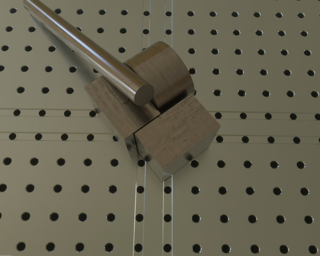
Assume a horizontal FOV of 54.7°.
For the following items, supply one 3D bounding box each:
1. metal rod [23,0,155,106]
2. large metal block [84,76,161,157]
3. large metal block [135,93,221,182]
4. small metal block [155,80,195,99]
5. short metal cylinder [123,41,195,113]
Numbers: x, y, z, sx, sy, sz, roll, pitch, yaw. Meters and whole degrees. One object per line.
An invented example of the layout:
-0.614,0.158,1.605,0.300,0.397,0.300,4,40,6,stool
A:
-0.108,-0.113,0.396,0.025,0.025,0.300,-40,54,-13,metal rod
-0.044,-0.018,0.389,0.050,0.080,0.080,-36,74,-12,large metal block
0.020,0.015,0.375,0.080,0.080,0.050,-36,74,-12,large metal block
0.012,-0.050,0.431,0.050,0.025,0.050,-40,75,-14,small metal block
-0.003,-0.057,0.376,0.050,0.080,0.080,-35,74,-12,short metal cylinder
